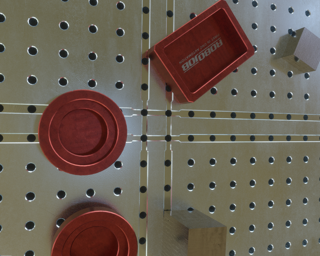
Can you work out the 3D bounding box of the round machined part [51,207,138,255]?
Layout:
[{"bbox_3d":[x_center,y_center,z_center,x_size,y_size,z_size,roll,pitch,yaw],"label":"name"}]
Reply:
[{"bbox_3d":[-0.080,0.144,0.374,0.099,0.042,0.097,0,90,-20],"label":"round machined part"}]

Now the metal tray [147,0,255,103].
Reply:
[{"bbox_3d":[0.059,-0.105,0.431,0.131,0.030,0.090,-39,103,-16],"label":"metal tray"}]

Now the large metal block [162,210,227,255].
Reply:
[{"bbox_3d":[0.041,0.156,0.398,0.050,0.080,0.080,4,89,-20],"label":"large metal block"}]

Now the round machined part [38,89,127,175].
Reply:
[{"bbox_3d":[-0.092,0.005,0.370,0.099,0.042,0.097,0,90,-20],"label":"round machined part"}]

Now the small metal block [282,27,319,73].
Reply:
[{"bbox_3d":[0.232,-0.124,0.498,0.050,0.025,0.050,28,81,-18],"label":"small metal block"}]
